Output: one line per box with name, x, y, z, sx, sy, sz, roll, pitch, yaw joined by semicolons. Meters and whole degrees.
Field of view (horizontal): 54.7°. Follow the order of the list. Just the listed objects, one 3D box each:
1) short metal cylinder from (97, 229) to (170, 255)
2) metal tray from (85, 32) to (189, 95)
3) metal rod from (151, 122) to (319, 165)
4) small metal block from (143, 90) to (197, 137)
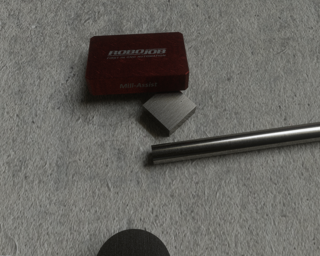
short metal cylinder;-0.027;0.153;0.339;0.081;0.050;0.080;0;70;0
metal tray;-0.030;-0.090;0.424;0.131;0.030;0.090;-3;52;-2
metal rod;0.140;0.014;0.404;0.302;0.025;0.025;-8;70;-3
small metal block;0.013;-0.025;0.418;0.050;0.025;0.050;-43;76;-14
